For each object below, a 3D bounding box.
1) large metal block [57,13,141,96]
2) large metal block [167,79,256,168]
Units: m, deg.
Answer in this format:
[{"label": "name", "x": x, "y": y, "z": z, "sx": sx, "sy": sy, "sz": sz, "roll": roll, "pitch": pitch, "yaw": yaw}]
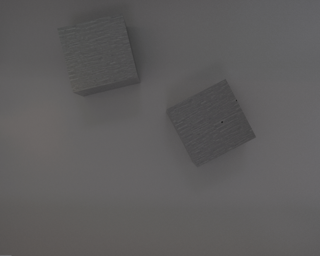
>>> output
[{"label": "large metal block", "x": -0.075, "y": -0.091, "z": 0.398, "sx": 0.080, "sy": 0.050, "sz": 0.080, "roll": -14, "pitch": 90, "yaw": 0}, {"label": "large metal block", "x": 0.062, "y": -0.006, "z": 0.399, "sx": 0.080, "sy": 0.050, "sz": 0.080, "roll": -27, "pitch": 90, "yaw": 0}]
